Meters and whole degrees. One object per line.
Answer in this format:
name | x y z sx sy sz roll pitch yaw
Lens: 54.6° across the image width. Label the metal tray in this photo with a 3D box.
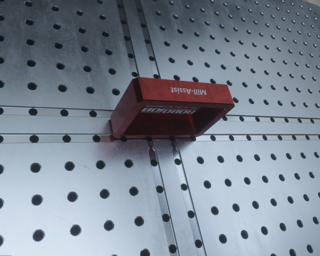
metal tray | 0.015 -0.021 0.386 0.131 0.090 0.030 0 62 -28
